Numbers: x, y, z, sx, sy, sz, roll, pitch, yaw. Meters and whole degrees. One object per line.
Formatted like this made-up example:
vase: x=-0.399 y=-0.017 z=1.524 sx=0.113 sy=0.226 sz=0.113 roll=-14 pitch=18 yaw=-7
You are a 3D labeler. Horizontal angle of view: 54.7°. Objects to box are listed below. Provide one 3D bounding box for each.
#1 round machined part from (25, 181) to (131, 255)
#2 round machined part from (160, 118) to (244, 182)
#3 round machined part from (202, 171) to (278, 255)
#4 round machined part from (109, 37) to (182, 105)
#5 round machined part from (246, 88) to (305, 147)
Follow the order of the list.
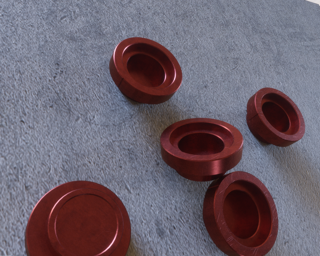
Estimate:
round machined part: x=-0.073 y=0.096 z=0.294 sx=0.099 sy=0.042 sz=0.098 roll=14 pitch=56 yaw=-21
round machined part: x=0.051 y=0.029 z=0.382 sx=0.099 sy=0.042 sz=0.098 roll=-3 pitch=30 yaw=2
round machined part: x=0.091 y=0.104 z=0.372 sx=0.099 sy=0.042 sz=0.098 roll=13 pitch=63 yaw=-27
round machined part: x=-0.022 y=-0.073 z=0.425 sx=0.099 sy=0.042 sz=0.098 roll=14 pitch=56 yaw=-21
round machined part: x=0.179 y=-0.013 z=0.497 sx=0.099 sy=0.042 sz=0.098 roll=14 pitch=56 yaw=-21
